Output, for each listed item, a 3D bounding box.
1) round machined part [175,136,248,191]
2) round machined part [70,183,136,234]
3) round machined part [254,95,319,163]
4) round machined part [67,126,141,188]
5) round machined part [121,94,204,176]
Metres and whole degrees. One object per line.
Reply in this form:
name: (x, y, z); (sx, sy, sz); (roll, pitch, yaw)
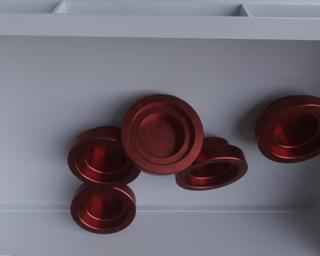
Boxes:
round machined part: (0.067, 0.047, 0.428); (0.099, 0.042, 0.098); (-6, 146, -4)
round machined part: (-0.087, 0.116, 0.487); (0.099, 0.042, 0.097); (-2, 118, -3)
round machined part: (0.171, -0.003, 0.398); (0.099, 0.042, 0.097); (-1, 130, 0)
round machined part: (-0.073, 0.036, 0.427); (0.099, 0.042, 0.097); (-1, 130, 0)
round machined part: (0.001, 0.011, 0.383); (0.099, 0.098, 0.042); (7, 164, -6)
